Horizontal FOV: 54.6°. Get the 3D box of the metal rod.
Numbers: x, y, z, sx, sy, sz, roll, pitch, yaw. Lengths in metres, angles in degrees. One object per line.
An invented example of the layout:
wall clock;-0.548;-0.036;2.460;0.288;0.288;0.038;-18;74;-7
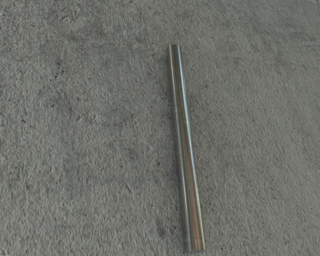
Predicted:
metal rod;0.030;0.006;0.415;0.025;0.025;0.299;10;57;-23
